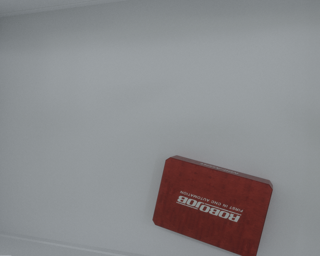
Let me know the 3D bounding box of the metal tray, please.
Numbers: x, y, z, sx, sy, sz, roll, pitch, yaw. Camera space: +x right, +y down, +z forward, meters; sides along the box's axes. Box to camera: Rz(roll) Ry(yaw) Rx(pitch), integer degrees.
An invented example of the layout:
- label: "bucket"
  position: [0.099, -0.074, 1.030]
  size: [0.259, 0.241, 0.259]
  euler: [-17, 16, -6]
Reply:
- label: "metal tray"
  position: [0.063, 0.094, 0.385]
  size: [0.130, 0.030, 0.089]
  euler: [14, 95, 19]
